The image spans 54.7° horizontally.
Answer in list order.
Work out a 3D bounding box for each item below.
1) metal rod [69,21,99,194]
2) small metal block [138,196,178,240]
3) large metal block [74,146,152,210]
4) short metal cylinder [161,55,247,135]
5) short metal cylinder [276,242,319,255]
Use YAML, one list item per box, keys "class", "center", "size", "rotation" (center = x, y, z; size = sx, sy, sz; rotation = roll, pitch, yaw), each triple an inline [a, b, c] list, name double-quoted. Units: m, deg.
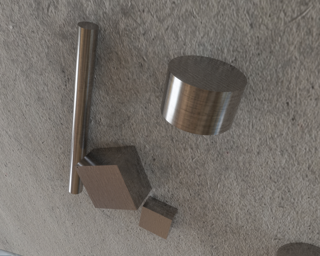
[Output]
- class: "metal rod"
  center: [-0.118, -0.008, 0.461]
  size: [0.025, 0.025, 0.298]
  rotation: [25, 127, 13]
- class: "small metal block"
  center: [-0.003, 0.144, 0.496]
  size: [0.050, 0.025, 0.050]
  rotation: [22, 127, 14]
- class: "large metal block"
  center: [-0.070, 0.076, 0.473]
  size: [0.080, 0.050, 0.080]
  rotation: [-6, 116, 30]
- class: "short metal cylinder"
  center: [0.044, -0.036, 0.325]
  size: [0.080, 0.080, 0.050]
  rotation: [22, 126, 15]
- class: "short metal cylinder"
  center: [0.194, 0.201, 0.413]
  size: [0.080, 0.050, 0.079]
  rotation: [13, 124, 20]
